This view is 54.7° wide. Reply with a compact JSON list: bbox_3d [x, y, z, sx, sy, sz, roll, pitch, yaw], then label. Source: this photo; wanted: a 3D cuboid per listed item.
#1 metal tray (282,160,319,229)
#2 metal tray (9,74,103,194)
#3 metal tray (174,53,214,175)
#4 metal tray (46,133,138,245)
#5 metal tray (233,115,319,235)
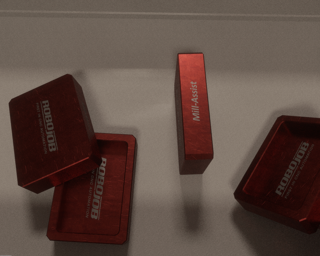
[{"bbox_3d":[0.206,0.076,0.332,0.090,0.130,0.030,-43,121,-7],"label":"metal tray"},{"bbox_3d":[-0.132,0.003,0.381,0.090,0.030,0.130,-24,59,2],"label":"metal tray"},{"bbox_3d":[0.038,-0.015,0.380,0.030,0.090,0.130,-2,70,-1],"label":"metal tray"},{"bbox_3d":[-0.078,0.071,0.379,0.091,0.030,0.130,3,70,1],"label":"metal tray"},{"bbox_3d":[0.156,0.046,0.360,0.030,0.090,0.130,48,68,-31],"label":"metal tray"}]
